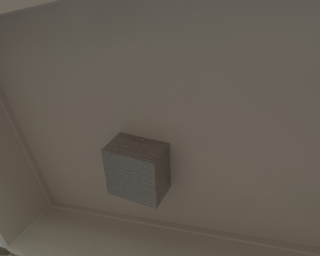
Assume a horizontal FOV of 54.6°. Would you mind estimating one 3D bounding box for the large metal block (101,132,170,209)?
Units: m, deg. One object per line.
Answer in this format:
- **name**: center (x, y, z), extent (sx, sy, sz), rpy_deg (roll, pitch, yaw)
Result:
- **large metal block**: center (-0.032, 0.060, 0.447), extent (0.080, 0.050, 0.080), rpy_deg (12, 124, 22)
